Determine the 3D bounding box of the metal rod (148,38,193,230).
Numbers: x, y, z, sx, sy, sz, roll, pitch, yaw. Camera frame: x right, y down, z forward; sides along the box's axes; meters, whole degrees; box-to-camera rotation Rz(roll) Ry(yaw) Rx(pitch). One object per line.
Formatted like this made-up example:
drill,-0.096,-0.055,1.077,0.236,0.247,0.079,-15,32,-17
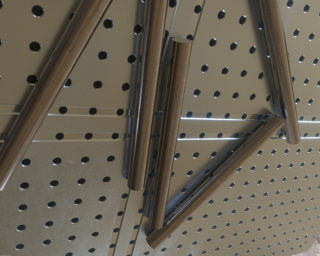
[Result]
metal rod,0.010,0.027,0.434,0.025,0.025,0.298,-7,122,-25

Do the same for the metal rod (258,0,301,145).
metal rod,0.183,-0.080,0.464,0.025,0.025,0.299,-35,129,-6

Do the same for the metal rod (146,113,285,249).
metal rod,0.091,0.090,0.519,0.300,0.025,0.025,-45,130,3

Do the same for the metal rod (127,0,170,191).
metal rod,-0.015,-0.048,0.374,0.025,0.025,0.298,-6,122,-26

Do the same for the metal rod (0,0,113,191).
metal rod,-0.104,-0.059,0.318,0.025,0.025,0.299,25,105,-37
